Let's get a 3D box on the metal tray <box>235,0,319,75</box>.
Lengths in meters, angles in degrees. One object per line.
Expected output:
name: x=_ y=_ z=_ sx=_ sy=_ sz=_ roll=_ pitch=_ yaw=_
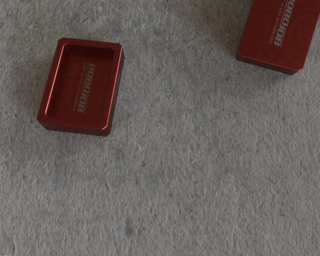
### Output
metal tray: x=0.171 y=-0.150 z=0.440 sx=0.090 sy=0.030 sz=0.129 roll=17 pitch=91 yaw=5

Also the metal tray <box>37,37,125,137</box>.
metal tray: x=-0.104 y=-0.058 z=0.425 sx=0.091 sy=0.030 sz=0.130 roll=7 pitch=70 yaw=2

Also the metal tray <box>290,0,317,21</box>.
metal tray: x=0.197 y=-0.236 z=0.474 sx=0.090 sy=0.030 sz=0.130 roll=-36 pitch=84 yaw=-2
